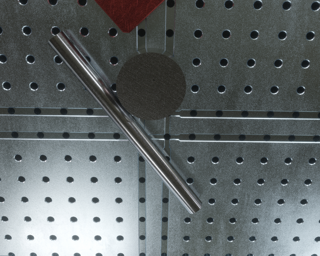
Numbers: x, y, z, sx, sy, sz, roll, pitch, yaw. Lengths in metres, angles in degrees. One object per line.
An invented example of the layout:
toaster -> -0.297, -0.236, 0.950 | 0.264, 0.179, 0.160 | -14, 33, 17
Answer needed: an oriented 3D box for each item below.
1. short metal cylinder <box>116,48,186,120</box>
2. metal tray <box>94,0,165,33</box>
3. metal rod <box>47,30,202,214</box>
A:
short metal cylinder -> -0.010, -0.055, 0.380 | 0.081, 0.050, 0.079 | 0, 110, -1
metal tray -> -0.048, -0.184, 0.342 | 0.090, 0.030, 0.130 | -40, 106, 13
metal rod -> -0.036, 0.004, 0.414 | 0.025, 0.025, 0.300 | -35, 107, 11
